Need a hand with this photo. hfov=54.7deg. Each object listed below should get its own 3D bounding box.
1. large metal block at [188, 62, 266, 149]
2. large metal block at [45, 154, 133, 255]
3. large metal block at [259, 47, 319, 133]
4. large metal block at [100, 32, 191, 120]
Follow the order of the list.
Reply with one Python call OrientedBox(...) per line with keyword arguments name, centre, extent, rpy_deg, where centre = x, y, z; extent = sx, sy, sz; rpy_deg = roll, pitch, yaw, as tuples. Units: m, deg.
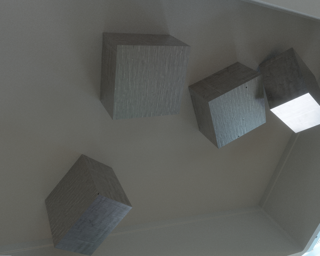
OrientedBox(name="large metal block", centre=(0.093, -0.032, 0.424), extent=(0.080, 0.050, 0.080), rpy_deg=(-28, 128, -11))
OrientedBox(name="large metal block", centre=(-0.091, 0.093, 0.381), extent=(0.050, 0.080, 0.080), rpy_deg=(34, 99, -39))
OrientedBox(name="large metal block", centre=(0.189, -0.051, 0.435), extent=(0.050, 0.080, 0.080), rpy_deg=(-28, 138, 35))
OrientedBox(name="large metal block", centre=(-0.019, -0.059, 0.345), extent=(0.081, 0.050, 0.079), rpy_deg=(-6, 121, -25))
